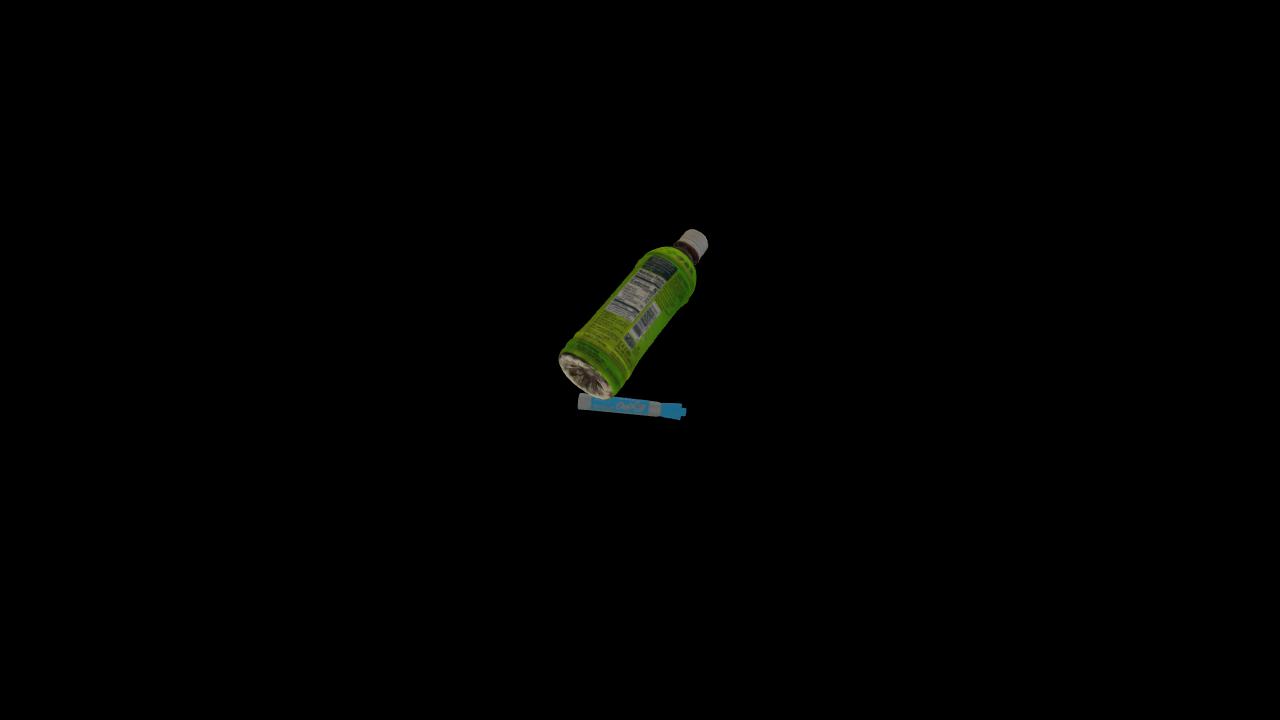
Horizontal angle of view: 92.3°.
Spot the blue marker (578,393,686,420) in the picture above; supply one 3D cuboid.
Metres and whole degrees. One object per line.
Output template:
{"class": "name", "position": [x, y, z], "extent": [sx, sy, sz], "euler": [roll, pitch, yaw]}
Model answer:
{"class": "blue marker", "position": [-0.009, 0.052, 0.688], "extent": [0.121, 0.020, 0.020], "euler": [6, 0, 2]}

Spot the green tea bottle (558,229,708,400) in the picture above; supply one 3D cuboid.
{"class": "green tea bottle", "position": [0.005, -0.057, 0.634], "extent": [0.073, 0.212, 0.073], "euler": [32, -24, 16]}
